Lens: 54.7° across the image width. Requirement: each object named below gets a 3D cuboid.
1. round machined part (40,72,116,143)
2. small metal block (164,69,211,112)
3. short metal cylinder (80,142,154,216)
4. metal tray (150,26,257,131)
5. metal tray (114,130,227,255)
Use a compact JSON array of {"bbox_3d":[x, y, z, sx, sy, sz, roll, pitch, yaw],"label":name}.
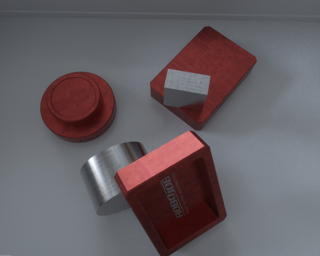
[{"bbox_3d":[-0.110,-0.033,0.411,0.099,0.042,0.098,0,70,-1],"label":"round machined part"},{"bbox_3d":[0.032,-0.045,0.381,0.050,0.050,0.025,10,71,3],"label":"small metal block"},{"bbox_3d":[-0.044,0.059,0.356,0.080,0.080,0.050,-25,67,-9],"label":"short metal cylinder"},{"bbox_3d":[0.060,-0.072,0.434,0.090,0.030,0.130,39,74,12],"label":"metal tray"},{"bbox_3d":[0.018,0.075,0.329,0.090,0.129,0.030,-30,41,-10],"label":"metal tray"}]
